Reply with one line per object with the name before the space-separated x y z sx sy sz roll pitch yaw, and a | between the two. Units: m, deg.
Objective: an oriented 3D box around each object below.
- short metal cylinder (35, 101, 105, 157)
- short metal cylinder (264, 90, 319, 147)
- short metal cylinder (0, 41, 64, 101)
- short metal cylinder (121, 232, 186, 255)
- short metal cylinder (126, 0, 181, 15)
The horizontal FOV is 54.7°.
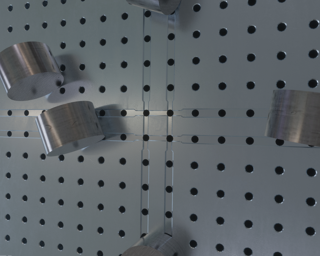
short metal cylinder | -0.123 0.002 0.427 0.080 0.080 0.050 -24 82 18
short metal cylinder | 0.157 -0.009 0.328 0.080 0.080 0.050 11 94 19
short metal cylinder | -0.189 -0.081 0.450 0.080 0.080 0.050 -30 81 17
short metal cylinder | -0.010 0.184 0.403 0.080 0.050 0.079 0 90 20
short metal cylinder | -0.004 -0.188 0.385 0.050 0.080 0.080 23 98 18
